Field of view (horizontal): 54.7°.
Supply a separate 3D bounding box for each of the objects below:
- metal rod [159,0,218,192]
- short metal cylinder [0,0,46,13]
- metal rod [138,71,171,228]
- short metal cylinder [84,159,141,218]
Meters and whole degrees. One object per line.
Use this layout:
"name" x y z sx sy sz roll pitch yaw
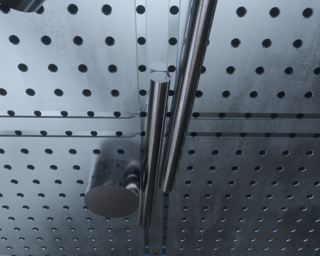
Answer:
"metal rod" 0.028 -0.022 0.393 0.025 0.025 0.298 5 130 -5
"short metal cylinder" -0.118 -0.144 0.252 0.050 0.080 0.080 -34 122 25
"metal rod" -0.013 0.054 0.456 0.025 0.025 0.298 4 130 -4
"short metal cylinder" -0.071 0.093 0.474 0.081 0.050 0.079 0 130 0
